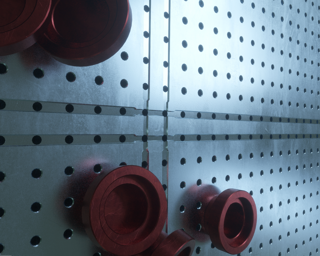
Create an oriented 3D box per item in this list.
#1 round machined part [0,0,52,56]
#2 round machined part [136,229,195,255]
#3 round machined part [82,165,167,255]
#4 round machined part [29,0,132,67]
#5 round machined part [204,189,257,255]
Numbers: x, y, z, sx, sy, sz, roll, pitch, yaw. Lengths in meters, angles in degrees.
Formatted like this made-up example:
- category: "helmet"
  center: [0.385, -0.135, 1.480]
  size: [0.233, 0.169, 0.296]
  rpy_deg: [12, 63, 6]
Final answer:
- category: "round machined part"
  center: [-0.144, -0.107, 0.263]
  size: [0.099, 0.042, 0.097]
  rpy_deg: [3, 80, -18]
- category: "round machined part"
  center: [-0.002, 0.166, 0.380]
  size: [0.099, 0.042, 0.097]
  rpy_deg: [-40, 146, -33]
- category: "round machined part"
  center: [-0.043, 0.093, 0.357]
  size: [0.099, 0.042, 0.097]
  rpy_deg: [7, 78, -35]
- category: "round machined part"
  center: [-0.077, -0.108, 0.313]
  size: [0.099, 0.042, 0.097]
  rpy_deg: [0, 81, 3]
- category: "round machined part"
  center: [0.108, 0.145, 0.492]
  size: [0.099, 0.042, 0.097]
  rpy_deg: [0, 90, -40]
